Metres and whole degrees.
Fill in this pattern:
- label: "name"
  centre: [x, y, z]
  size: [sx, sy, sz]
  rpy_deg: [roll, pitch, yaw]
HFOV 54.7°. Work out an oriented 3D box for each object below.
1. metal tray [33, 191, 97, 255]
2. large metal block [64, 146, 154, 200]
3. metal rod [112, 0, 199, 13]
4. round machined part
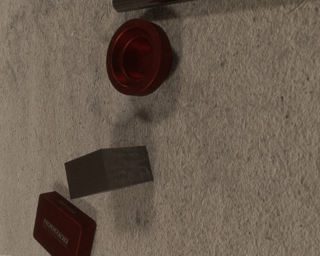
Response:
- label: "metal tray"
  centre: [-0.169, 0.178, 0.538]
  size: [0.130, 0.030, 0.089]
  rpy_deg: [21, 103, 37]
- label: "large metal block"
  centre: [-0.069, 0.060, 0.424]
  size: [0.080, 0.081, 0.050]
  rpy_deg: [-21, 77, 38]
- label: "metal rod"
  centre: [0.055, -0.163, 0.357]
  size: [0.300, 0.025, 0.025]
  rpy_deg: [9, 96, 39]
- label: "round machined part"
  centre: [-0.023, -0.091, 0.411]
  size: [0.098, 0.042, 0.097]
  rpy_deg: [0, 90, 39]
